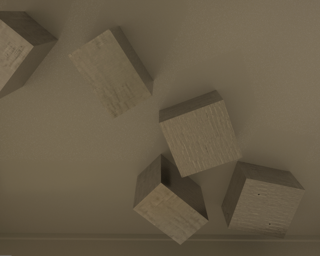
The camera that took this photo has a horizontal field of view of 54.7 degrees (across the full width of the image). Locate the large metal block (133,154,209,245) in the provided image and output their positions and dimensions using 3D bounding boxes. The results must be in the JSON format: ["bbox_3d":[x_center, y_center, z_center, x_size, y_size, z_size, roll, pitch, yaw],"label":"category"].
[{"bbox_3d":[0.014,0.093,0.416,0.080,0.080,0.050,41,105,-14],"label":"large metal block"}]

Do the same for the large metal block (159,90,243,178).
[{"bbox_3d":[0.051,0.007,0.401,0.080,0.050,0.080,-20,109,7],"label":"large metal block"}]

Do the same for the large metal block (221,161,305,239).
[{"bbox_3d":[0.141,0.100,0.436,0.080,0.050,0.079,12,110,-5],"label":"large metal block"}]

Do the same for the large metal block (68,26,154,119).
[{"bbox_3d":[-0.050,-0.067,0.357,0.050,0.080,0.080,-30,108,10],"label":"large metal block"}]

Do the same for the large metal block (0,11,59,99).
[{"bbox_3d":[-0.171,-0.083,0.350,0.050,0.080,0.080,40,105,-14],"label":"large metal block"}]
